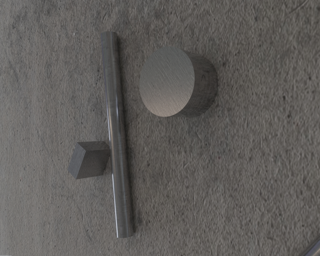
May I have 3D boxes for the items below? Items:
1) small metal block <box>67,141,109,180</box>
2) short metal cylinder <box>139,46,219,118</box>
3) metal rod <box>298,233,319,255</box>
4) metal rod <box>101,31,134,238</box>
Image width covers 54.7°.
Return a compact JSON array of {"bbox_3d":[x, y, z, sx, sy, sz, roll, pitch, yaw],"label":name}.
[{"bbox_3d":[-0.108,0.049,0.478,0.025,0.050,0.050,36,112,34],"label":"small metal block"},{"bbox_3d":[0.022,-0.053,0.371,0.080,0.050,0.079,0,90,40],"label":"short metal cylinder"},{"bbox_3d":[0.123,0.158,0.303,0.025,0.025,0.298,44,116,31],"label":"metal rod"},{"bbox_3d":[-0.064,0.007,0.457,0.025,0.025,0.298,-9,84,39],"label":"metal rod"}]
